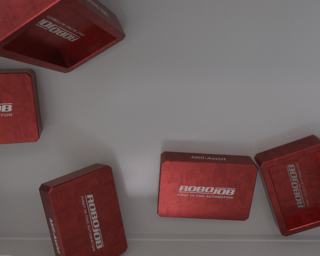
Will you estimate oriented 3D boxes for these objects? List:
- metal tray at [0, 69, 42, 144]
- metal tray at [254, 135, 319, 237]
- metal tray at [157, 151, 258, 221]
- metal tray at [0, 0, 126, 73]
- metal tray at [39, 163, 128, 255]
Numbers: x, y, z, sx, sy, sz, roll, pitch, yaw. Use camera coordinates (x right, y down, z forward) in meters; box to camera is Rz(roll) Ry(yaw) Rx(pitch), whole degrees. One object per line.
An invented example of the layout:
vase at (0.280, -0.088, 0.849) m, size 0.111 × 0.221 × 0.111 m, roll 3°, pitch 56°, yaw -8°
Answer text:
metal tray at (-0.221, -0.025, 0.383) m, size 0.131 × 0.030 × 0.089 m, roll -4°, pitch 111°, yaw -12°
metal tray at (0.198, 0.084, 0.441) m, size 0.090 × 0.030 × 0.129 m, roll -20°, pitch 109°, yaw 7°
metal tray at (0.064, 0.083, 0.440) m, size 0.131 × 0.030 × 0.089 m, roll 3°, pitch 110°, yaw -2°
metal tray at (-0.100, -0.099, 0.314) m, size 0.090 × 0.130 × 0.030 m, roll -27°, pitch 85°, yaw 14°
metal tray at (-0.098, 0.122, 0.411) m, size 0.030 × 0.091 × 0.129 m, roll 1°, pitch 105°, yaw 46°
